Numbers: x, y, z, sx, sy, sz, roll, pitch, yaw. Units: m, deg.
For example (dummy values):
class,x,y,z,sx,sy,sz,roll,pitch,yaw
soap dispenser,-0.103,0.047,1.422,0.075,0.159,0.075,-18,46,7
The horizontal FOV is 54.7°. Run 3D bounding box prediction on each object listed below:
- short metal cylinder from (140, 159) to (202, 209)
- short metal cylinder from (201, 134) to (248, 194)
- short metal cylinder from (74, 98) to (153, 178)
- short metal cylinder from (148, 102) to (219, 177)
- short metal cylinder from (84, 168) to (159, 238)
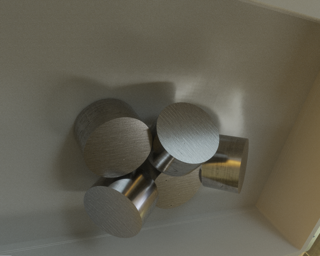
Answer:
class,x,y,z,sx,sy,sz,roll,pitch,yaw
short metal cylinder,0.013,0.067,0.441,0.081,0.050,0.079,-14,125,-21
short metal cylinder,0.096,0.051,0.450,0.080,0.050,0.080,8,91,-68
short metal cylinder,-0.056,0.012,0.367,0.081,0.050,0.079,-14,125,-21
short metal cylinder,0.026,0.015,0.386,0.081,0.080,0.050,-8,158,-25
short metal cylinder,-0.048,0.091,0.394,0.050,0.080,0.079,-49,149,-54
